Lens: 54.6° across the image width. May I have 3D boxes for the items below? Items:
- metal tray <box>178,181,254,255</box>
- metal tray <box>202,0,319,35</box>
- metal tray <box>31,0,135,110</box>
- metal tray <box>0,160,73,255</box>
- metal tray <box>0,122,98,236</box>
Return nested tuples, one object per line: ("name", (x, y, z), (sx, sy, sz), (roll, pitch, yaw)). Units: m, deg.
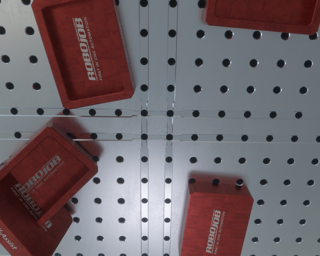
("metal tray", (0.081, 0.147, 0.465), (0.091, 0.030, 0.129), (5, 110, -2))
("metal tray", (0.120, -0.158, 0.353), (0.131, 0.030, 0.089), (5, 110, -2))
("metal tray", (-0.088, -0.094, 0.375), (0.090, 0.030, 0.129), (-10, 110, 3))
("metal tray", (-0.182, 0.110, 0.415), (0.030, 0.090, 0.130), (-23, 109, 20))
("metal tray", (-0.159, 0.068, 0.410), (0.130, 0.030, 0.090), (-44, 111, -3))
